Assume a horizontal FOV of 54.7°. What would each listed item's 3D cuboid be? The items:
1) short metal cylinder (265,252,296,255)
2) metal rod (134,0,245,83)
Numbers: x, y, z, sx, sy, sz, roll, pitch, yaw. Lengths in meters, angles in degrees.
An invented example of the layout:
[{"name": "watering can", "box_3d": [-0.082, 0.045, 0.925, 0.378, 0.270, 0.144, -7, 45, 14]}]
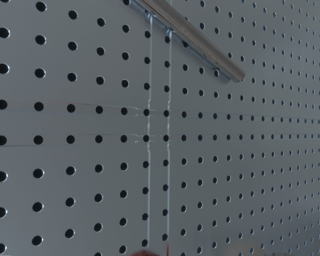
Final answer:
[{"name": "short metal cylinder", "box_3d": [0.225, 0.273, 0.564, 0.081, 0.080, 0.050, -18, 102, -39]}, {"name": "metal rod", "box_3d": [0.026, -0.143, 0.430, 0.301, 0.025, 0.025, 28, 73, -37]}]
